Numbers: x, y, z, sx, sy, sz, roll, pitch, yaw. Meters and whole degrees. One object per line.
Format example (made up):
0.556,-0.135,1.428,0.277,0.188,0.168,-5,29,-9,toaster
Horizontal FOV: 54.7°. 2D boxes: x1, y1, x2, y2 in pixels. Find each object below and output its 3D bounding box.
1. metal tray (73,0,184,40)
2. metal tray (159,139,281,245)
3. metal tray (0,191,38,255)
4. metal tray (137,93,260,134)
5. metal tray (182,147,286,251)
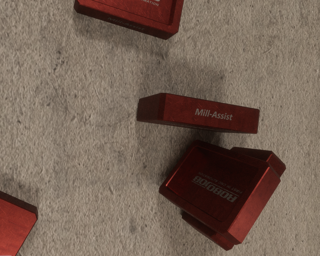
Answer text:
-0.034,-0.175,0.394,0.131,0.030,0.090,11,86,-20,metal tray
0.066,0.069,0.377,0.030,0.130,0.090,45,75,-31,metal tray
-0.205,0.130,0.331,0.090,0.030,0.130,32,79,-18,metal tray
0.046,-0.016,0.392,0.131,0.090,0.030,8,88,-20,metal tray
0.094,0.086,0.410,0.030,0.090,0.130,44,76,-15,metal tray
